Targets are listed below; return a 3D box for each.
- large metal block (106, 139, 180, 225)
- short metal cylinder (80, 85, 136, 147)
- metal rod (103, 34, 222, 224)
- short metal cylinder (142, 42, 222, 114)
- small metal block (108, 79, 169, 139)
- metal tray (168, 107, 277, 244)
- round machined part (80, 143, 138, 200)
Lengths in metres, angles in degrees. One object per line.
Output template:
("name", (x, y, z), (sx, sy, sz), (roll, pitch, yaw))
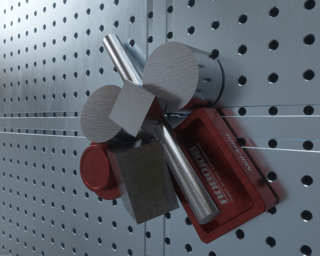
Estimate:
("large metal block", (-0.024, 0.059, 0.374), (0.080, 0.050, 0.080), (179, 74, -73))
("short metal cylinder", (-0.061, -0.013, 0.424), (0.080, 0.050, 0.080), (-10, 69, 28))
("metal rod", (-0.012, -0.022, 0.382), (0.025, 0.025, 0.299), (-50, 51, 28))
("short metal cylinder", (0.026, -0.057, 0.367), (0.080, 0.050, 0.079), (0, 90, 40))
("small metal block", (-0.025, -0.021, 0.356), (0.050, 0.025, 0.050), (33, 102, 35))
("metal tray", (0.056, 0.052, 0.355), (0.090, 0.030, 0.130), (-44, 64, 31))
("round machined part", (-0.082, 0.058, 0.460), (0.098, 0.042, 0.097), (0, 90, 40))
